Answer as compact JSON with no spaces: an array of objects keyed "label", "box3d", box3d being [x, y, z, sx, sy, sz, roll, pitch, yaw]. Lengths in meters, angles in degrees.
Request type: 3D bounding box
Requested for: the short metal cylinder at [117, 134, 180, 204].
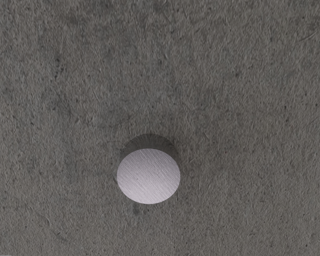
[{"label":"short metal cylinder","box3d":[-0.014,0.054,0.416,0.080,0.050,0.079,0,110,0]}]
